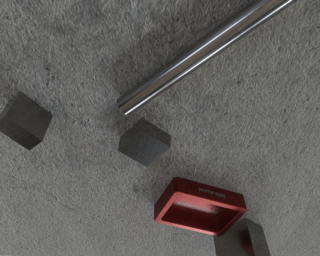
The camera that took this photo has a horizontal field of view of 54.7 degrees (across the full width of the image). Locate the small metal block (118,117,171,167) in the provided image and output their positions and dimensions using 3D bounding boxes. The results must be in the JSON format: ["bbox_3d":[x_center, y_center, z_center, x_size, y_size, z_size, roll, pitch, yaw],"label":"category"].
[{"bbox_3d":[-0.021,0.021,0.425,0.050,0.025,0.050,34,122,-26],"label":"small metal block"}]

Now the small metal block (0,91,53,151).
[{"bbox_3d":[-0.166,-0.009,0.381,0.025,0.050,0.050,-32,124,24],"label":"small metal block"}]

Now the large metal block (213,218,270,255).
[{"bbox_3d":[0.149,0.225,0.565,0.050,0.080,0.080,33,122,-25],"label":"large metal block"}]

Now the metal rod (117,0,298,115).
[{"bbox_3d":[0.072,-0.099,0.323,0.300,0.025,0.025,-32,124,24],"label":"metal rod"}]

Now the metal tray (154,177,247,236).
[{"bbox_3d":[0.066,0.135,0.519,0.131,0.030,0.089,17,128,-15],"label":"metal tray"}]
